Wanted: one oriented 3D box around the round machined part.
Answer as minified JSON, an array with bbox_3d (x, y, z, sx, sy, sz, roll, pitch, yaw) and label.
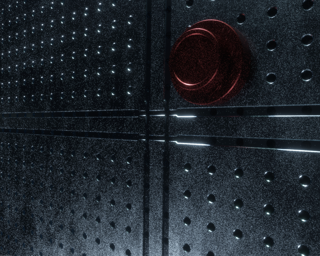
[{"bbox_3d":[0.049,-0.075,0.356,0.098,0.042,0.097,0,90,39],"label":"round machined part"}]
